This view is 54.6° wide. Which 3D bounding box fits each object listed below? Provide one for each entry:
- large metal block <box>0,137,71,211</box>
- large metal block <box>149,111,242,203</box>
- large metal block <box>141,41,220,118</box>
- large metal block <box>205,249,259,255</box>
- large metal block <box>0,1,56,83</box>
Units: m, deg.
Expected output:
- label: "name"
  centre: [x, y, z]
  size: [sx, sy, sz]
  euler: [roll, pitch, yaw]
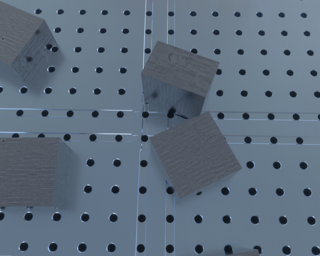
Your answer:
- label: "large metal block"
  centre: [-0.159, 0.057, 0.377]
  size: [0.080, 0.050, 0.080]
  euler: [0, 70, 0]
- label: "large metal block"
  centre: [0.041, 0.037, 0.385]
  size: [0.080, 0.050, 0.080]
  euler: [-24, 72, -9]
- label: "large metal block"
  centre: [0.025, -0.058, 0.404]
  size: [0.080, 0.080, 0.050]
  euler: [21, 72, 7]
- label: "large metal block"
  centre: [0.070, 0.179, 0.333]
  size: [0.080, 0.050, 0.080]
  euler: [-9, 70, -3]
- label: "large metal block"
  centre: [-0.212, -0.123, 0.442]
  size: [0.080, 0.050, 0.080]
  euler: [25, 72, 8]
